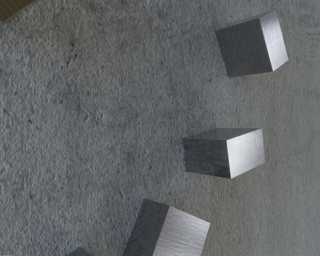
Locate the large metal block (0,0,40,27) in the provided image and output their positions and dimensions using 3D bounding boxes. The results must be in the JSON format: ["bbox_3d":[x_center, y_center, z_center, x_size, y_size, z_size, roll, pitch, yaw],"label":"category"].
[{"bbox_3d":[-0.142,-0.142,0.269,0.080,0.050,0.080,-51,120,-27],"label":"large metal block"}]

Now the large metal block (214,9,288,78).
[{"bbox_3d":[0.144,-0.130,0.489,0.050,0.080,0.080,-34,112,-35],"label":"large metal block"}]

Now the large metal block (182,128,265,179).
[{"bbox_3d":[0.091,0.032,0.445,0.081,0.080,0.050,-14,99,-39],"label":"large metal block"}]

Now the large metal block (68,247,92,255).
[{"bbox_3d":[-0.070,0.179,0.310,0.050,0.080,0.080,-28,108,-36],"label":"large metal block"}]

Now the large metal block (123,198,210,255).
[{"bbox_3d":[0.010,0.145,0.397,0.080,0.050,0.080,33,70,-35],"label":"large metal block"}]
